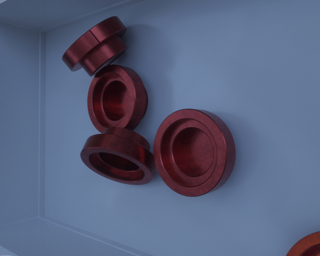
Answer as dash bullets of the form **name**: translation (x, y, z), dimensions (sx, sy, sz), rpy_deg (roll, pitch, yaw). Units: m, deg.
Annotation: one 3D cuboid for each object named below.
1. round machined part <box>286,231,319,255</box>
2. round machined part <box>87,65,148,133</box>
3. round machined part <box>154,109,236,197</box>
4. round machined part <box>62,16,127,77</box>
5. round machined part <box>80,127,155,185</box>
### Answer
- **round machined part**: translation (0.151, 0.138, 0.252), dimensions (0.098, 0.042, 0.098), rpy_deg (-41, 33, 35)
- **round machined part**: translation (-0.056, -0.038, 0.439), dimensions (0.098, 0.042, 0.097), rpy_deg (0, 90, 39)
- **round machined part**: translation (0.043, 0.027, 0.359), dimensions (0.098, 0.042, 0.097), rpy_deg (0, 90, 39)
- **round machined part**: translation (-0.085, -0.109, 0.437), dimensions (0.098, 0.098, 0.042), rpy_deg (-31, 102, 35)
- **round machined part**: translation (-0.051, 0.035, 0.412), dimensions (0.098, 0.098, 0.042), rpy_deg (-13, 47, 39)
